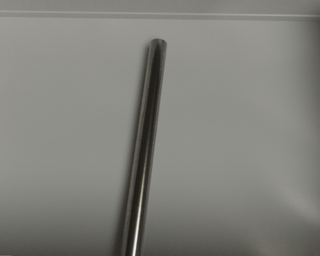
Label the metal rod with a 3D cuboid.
[{"bbox_3d":[-0.018,0.016,0.403,0.025,0.025,0.299,6,70,2],"label":"metal rod"}]
